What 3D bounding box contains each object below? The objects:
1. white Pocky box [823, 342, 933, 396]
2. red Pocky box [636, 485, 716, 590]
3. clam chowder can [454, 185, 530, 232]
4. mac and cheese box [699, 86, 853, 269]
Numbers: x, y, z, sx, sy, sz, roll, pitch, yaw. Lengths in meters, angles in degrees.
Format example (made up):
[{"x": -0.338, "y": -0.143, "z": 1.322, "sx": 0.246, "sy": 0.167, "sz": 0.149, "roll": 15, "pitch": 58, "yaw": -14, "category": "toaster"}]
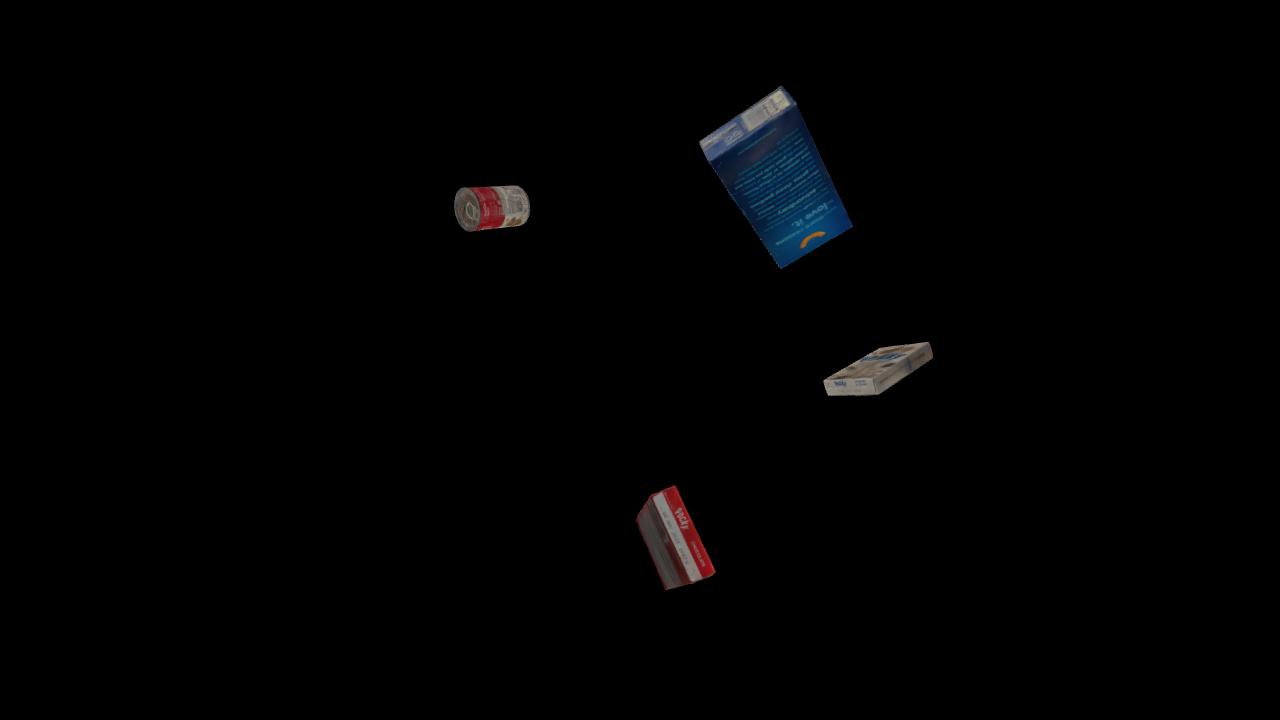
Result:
[{"x": 0.342, "y": 0.014, "z": 0.879, "sx": 0.154, "sy": 0.028, "sz": 0.084, "roll": -23, "pitch": 9, "yaw": -35, "category": "white Pocky box"}, {"x": 0.029, "y": 0.176, "z": 0.595, "sx": 0.028, "sy": 0.083, "sz": 0.155, "roll": -22, "pitch": -18, "yaw": -14, "category": "red Pocky box"}, {"x": -0.237, "y": -0.246, "z": 0.992, "sx": 0.068, "sy": 0.068, "sz": 0.102, "roll": 0, "pitch": 15, "yaw": 42, "category": "clam chowder can"}, {"x": 0.145, "y": -0.177, "z": 0.630, "sx": 0.093, "sy": 0.041, "sz": 0.184, "roll": -31, "pitch": -40, "yaw": 17, "category": "mac and cheese box"}]
